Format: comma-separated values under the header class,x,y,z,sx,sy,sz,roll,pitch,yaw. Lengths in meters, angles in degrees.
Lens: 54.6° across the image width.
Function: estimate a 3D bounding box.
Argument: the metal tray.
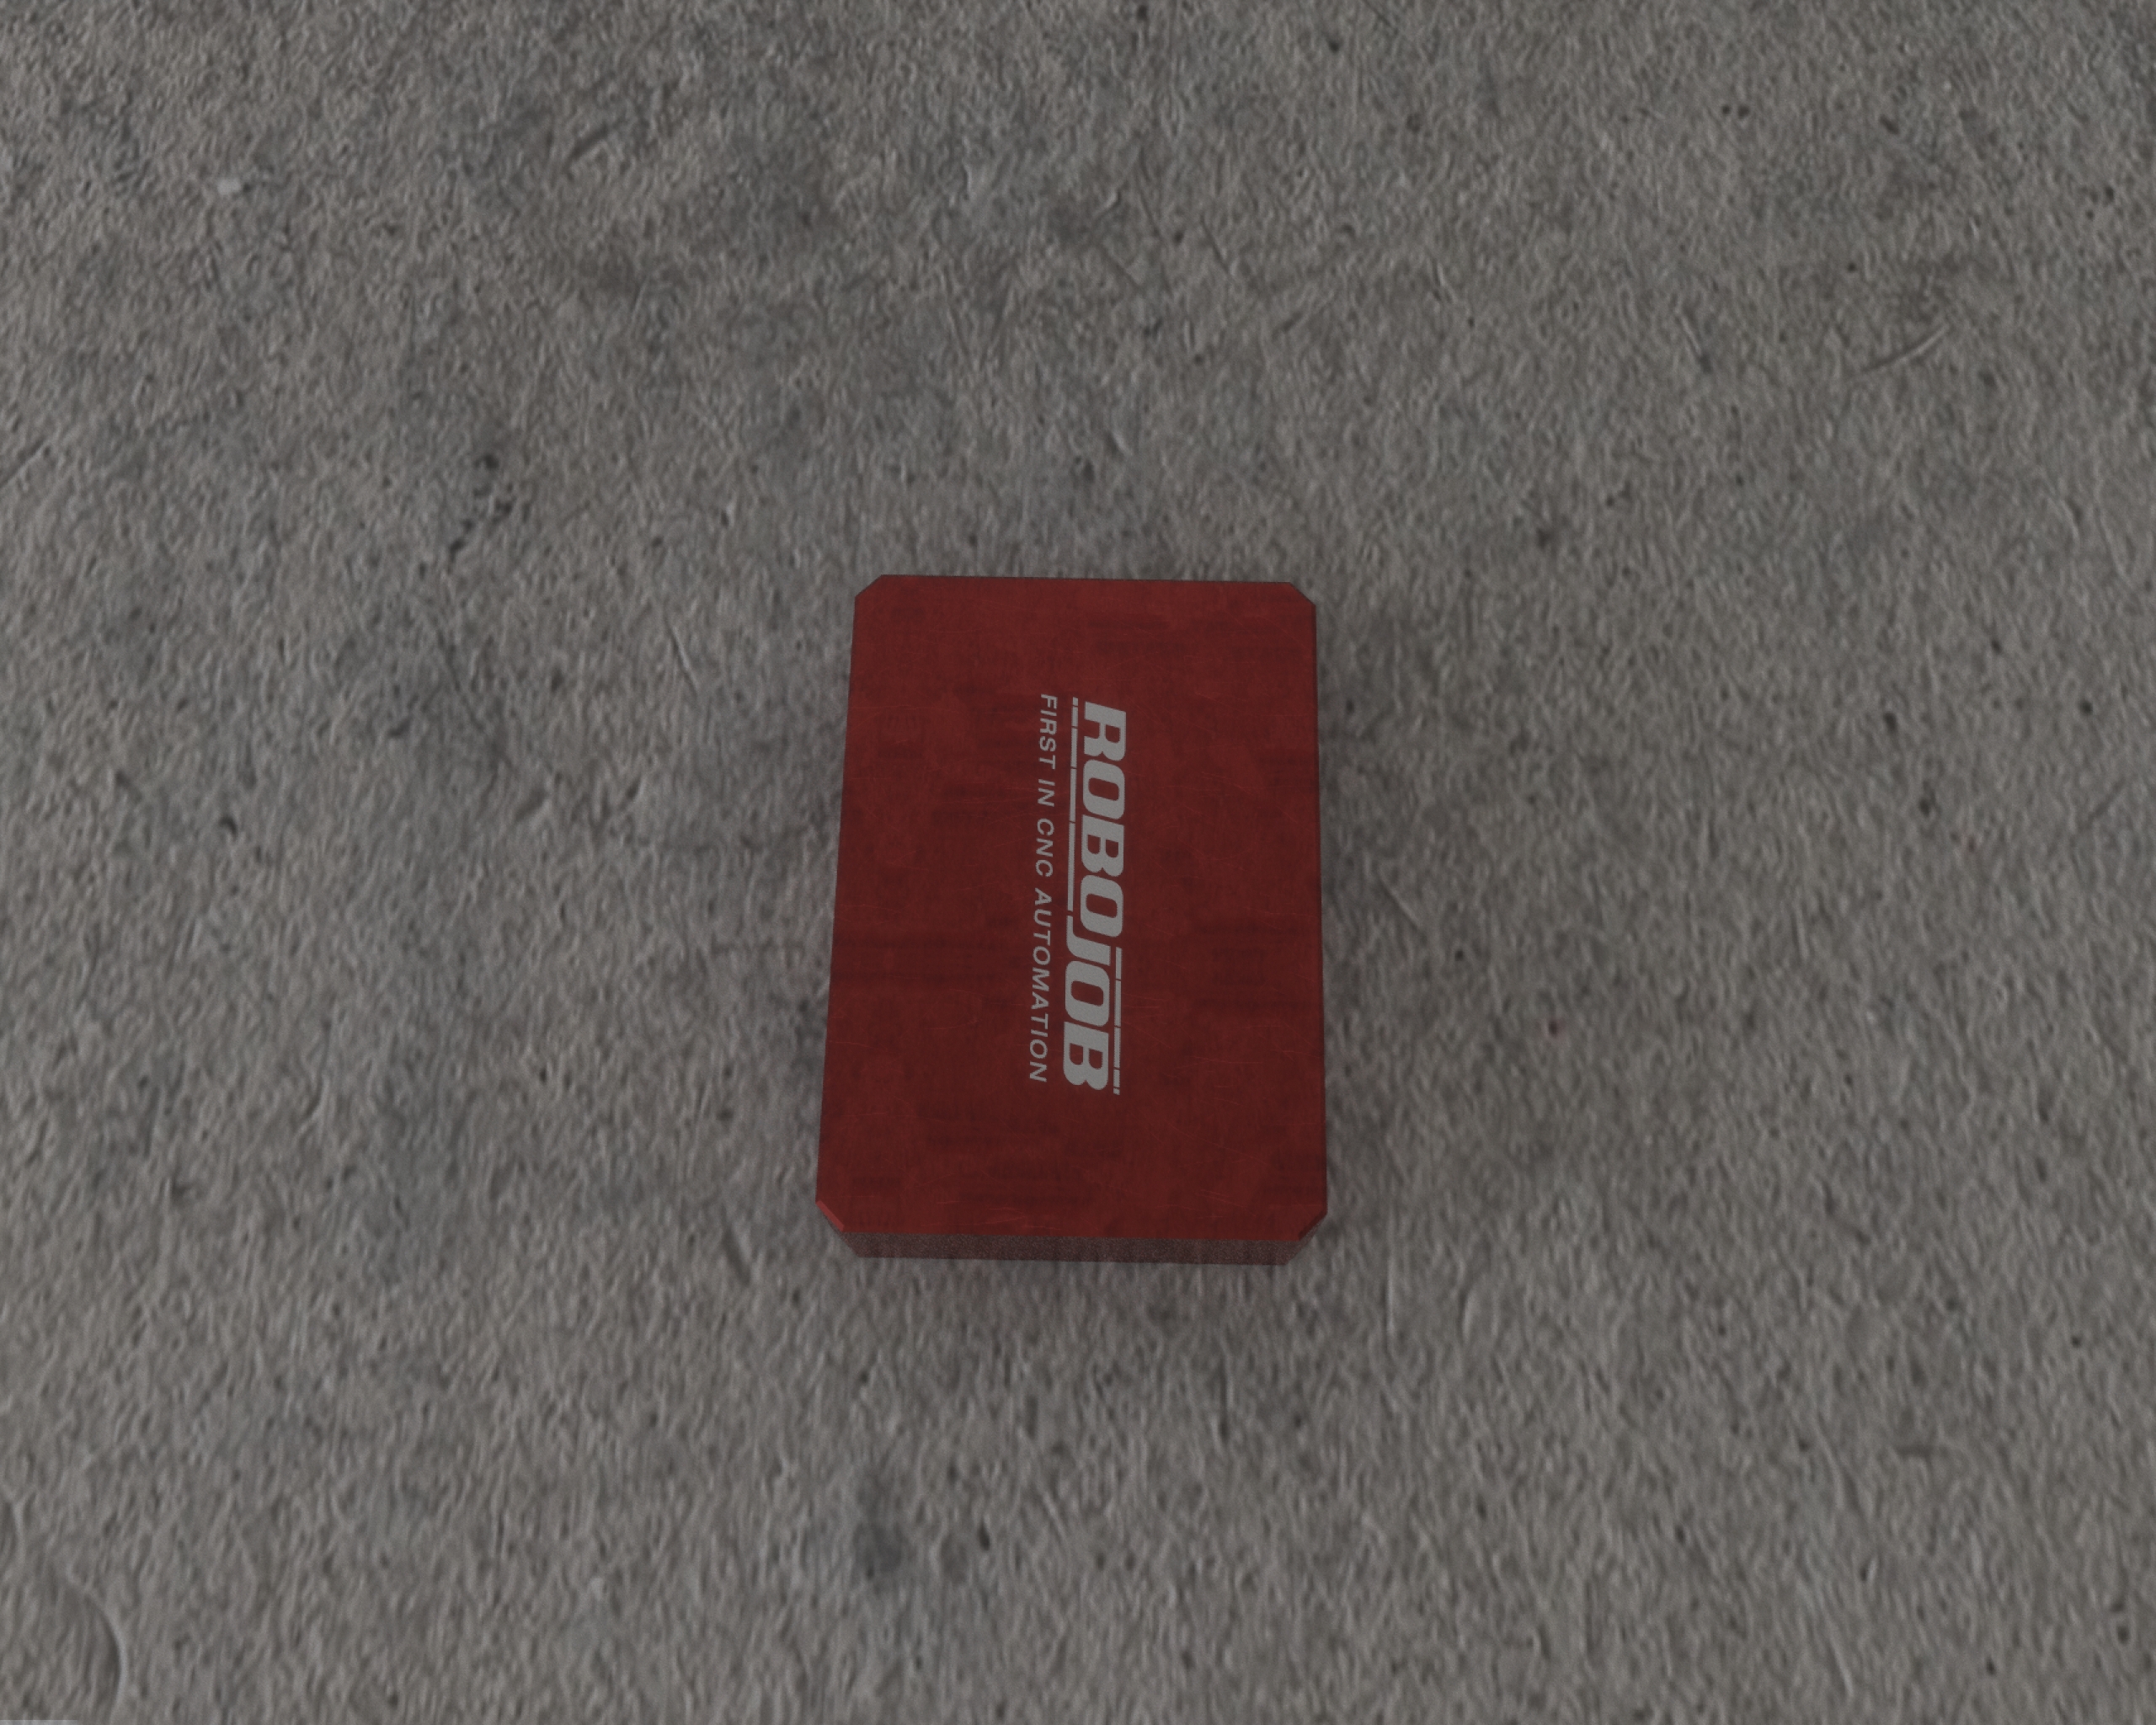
class,x,y,z,sx,sy,sz,roll,pitch,yaw
metal tray,0.000,0.010,0.402,0.090,0.030,0.130,1,70,0
